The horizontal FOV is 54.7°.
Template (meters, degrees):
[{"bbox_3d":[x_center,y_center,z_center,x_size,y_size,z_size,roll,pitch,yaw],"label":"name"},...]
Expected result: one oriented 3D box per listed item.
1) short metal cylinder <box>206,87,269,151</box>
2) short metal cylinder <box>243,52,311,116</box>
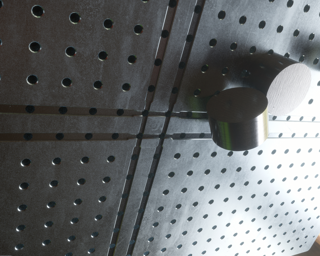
[{"bbox_3d":[0.108,-0.014,0.429,0.080,0.080,0.050,-27,128,-12],"label":"short metal cylinder"},{"bbox_3d":[0.169,-0.064,0.451,0.081,0.050,0.079,-14,125,-21],"label":"short metal cylinder"}]
